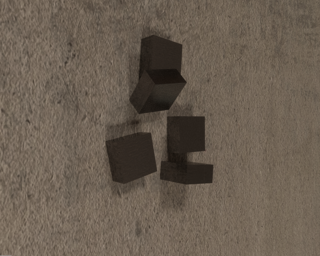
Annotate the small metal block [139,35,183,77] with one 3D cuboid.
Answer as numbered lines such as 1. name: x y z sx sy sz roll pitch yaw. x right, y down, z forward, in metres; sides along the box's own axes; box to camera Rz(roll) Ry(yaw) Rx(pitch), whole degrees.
1. small metal block: 0.002 -0.089 0.408 0.050 0.025 0.050 6 87 -40

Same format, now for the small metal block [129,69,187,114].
1. small metal block: -0.003 -0.046 0.385 0.050 0.050 0.025 -11 57 -40

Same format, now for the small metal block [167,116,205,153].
1. small metal block: 0.037 0.009 0.439 0.050 0.025 0.050 -1 91 -40

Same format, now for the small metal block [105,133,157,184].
1. small metal block: -0.034 0.035 0.378 0.050 0.025 0.050 -15 100 -39

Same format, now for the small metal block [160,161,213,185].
1. small metal block: 0.036 0.060 0.421 0.050 0.050 0.025 6 87 -40
